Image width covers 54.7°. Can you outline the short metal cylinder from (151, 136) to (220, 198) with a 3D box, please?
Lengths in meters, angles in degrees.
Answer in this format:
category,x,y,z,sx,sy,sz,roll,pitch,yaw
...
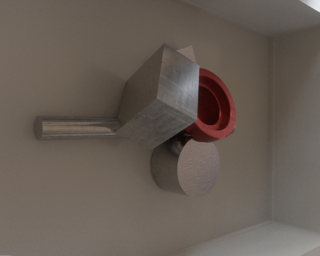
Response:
category,x,y,z,sx,sy,sz,roll,pitch,yaw
short metal cylinder,0.035,0.050,0.419,0.081,0.050,0.079,0,90,-40

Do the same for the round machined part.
category,x,y,z,sx,sy,sz,roll,pitch,yaw
round machined part,0.054,-0.027,0.416,0.099,0.042,0.098,16,63,-34

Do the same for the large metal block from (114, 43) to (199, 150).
category,x,y,z,sx,sy,sz,roll,pitch,yaw
large metal block,-0.002,-0.033,0.350,0.050,0.080,0.080,27,50,-26

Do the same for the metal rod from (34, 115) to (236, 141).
category,x,y,z,sx,sy,sz,roll,pitch,yaw
metal rod,-0.004,-0.001,0.401,0.302,0.025,0.025,0,90,-40

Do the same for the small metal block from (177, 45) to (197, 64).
category,x,y,z,sx,sy,sz,roll,pitch,yaw
small metal block,0.025,-0.082,0.428,0.050,0.025,0.050,-27,107,-37
